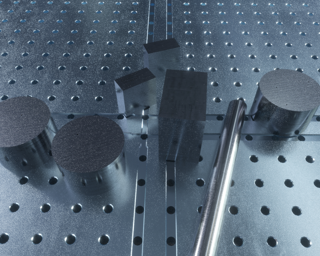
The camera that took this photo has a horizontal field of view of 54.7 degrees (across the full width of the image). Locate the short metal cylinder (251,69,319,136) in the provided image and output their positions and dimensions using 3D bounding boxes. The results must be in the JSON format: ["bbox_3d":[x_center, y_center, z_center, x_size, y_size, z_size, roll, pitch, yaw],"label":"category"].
[{"bbox_3d":[0.171,-0.035,0.422,0.080,0.050,0.080,0,50,0],"label":"short metal cylinder"}]

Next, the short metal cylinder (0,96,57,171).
[{"bbox_3d":[-0.171,0.006,0.385,0.080,0.050,0.080,0,50,0],"label":"short metal cylinder"}]

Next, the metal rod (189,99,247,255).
[{"bbox_3d":[0.062,0.078,0.341,0.025,0.025,0.300,14,51,12],"label":"metal rod"}]

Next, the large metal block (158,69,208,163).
[{"bbox_3d":[0.028,-0.014,0.384,0.050,0.080,0.080,5,50,4],"label":"large metal block"}]

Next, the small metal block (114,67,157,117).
[{"bbox_3d":[-0.033,-0.050,0.433,0.050,0.050,0.025,-26,55,-20],"label":"small metal block"}]

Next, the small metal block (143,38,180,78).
[{"bbox_3d":[0.002,-0.107,0.481,0.050,0.050,0.025,-16,52,-13],"label":"small metal block"}]

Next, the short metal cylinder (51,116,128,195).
[{"bbox_3d":[-0.080,0.031,0.364,0.080,0.050,0.080,0,50,0],"label":"short metal cylinder"}]
